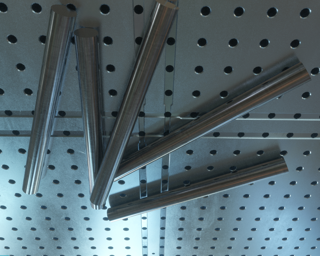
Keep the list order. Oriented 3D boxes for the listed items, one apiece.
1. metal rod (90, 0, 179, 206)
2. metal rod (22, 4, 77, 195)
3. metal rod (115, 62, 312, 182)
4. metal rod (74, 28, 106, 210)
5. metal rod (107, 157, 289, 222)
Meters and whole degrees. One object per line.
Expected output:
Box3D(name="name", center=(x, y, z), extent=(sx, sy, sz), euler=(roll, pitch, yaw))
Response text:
Box3D(name="metal rod", center=(-0.043, -0.008, 0.387), extent=(0.025, 0.025, 0.298), euler=(15, 123, -13))
Box3D(name="metal rod", center=(-0.150, -0.011, 0.399), extent=(0.025, 0.025, 0.298), euler=(16, 128, -14))
Box3D(name="metal rod", center=(0.048, 0.002, 0.414), extent=(0.300, 0.025, 0.025), euler=(-29, 125, 22))
Box3D(name="metal rod", center=(-0.090, 0.013, 0.421), extent=(0.025, 0.025, 0.298), euler=(3, 130, -4))
Box3D(name="metal rod", center=(0.051, 0.103, 0.500), extent=(0.301, 0.025, 0.025), euler=(-19, 128, 15))
